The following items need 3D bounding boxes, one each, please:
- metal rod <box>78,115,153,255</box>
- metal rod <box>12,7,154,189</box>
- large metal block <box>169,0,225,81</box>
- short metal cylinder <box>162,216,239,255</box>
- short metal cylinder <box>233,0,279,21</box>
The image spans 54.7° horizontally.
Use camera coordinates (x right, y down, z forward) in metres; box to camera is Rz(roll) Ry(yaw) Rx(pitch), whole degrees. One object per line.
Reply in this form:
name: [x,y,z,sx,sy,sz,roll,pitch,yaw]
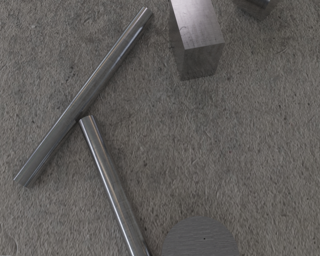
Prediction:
metal rod: [-0.035,0.118,0.364,0.025,0.025,0.299,-23,72,-8]
metal rod: [-0.095,-0.053,0.426,0.025,0.025,0.300,29,72,10]
large metal block: [0.046,-0.122,0.424,0.050,0.080,0.080,-11,71,-4]
short metal cylinder: [0.042,0.141,0.344,0.081,0.050,0.080,0,70,0]
short metal cylinder: [0.152,-0.207,0.456,0.050,0.080,0.080,37,74,12]
